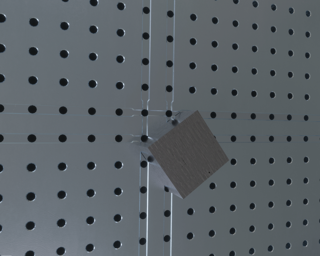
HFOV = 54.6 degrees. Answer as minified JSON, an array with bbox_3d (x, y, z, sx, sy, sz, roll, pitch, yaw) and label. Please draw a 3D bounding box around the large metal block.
[{"bbox_3d":[0.030,0.033,0.410,0.080,0.050,0.080,-37,102,-16],"label":"large metal block"}]
